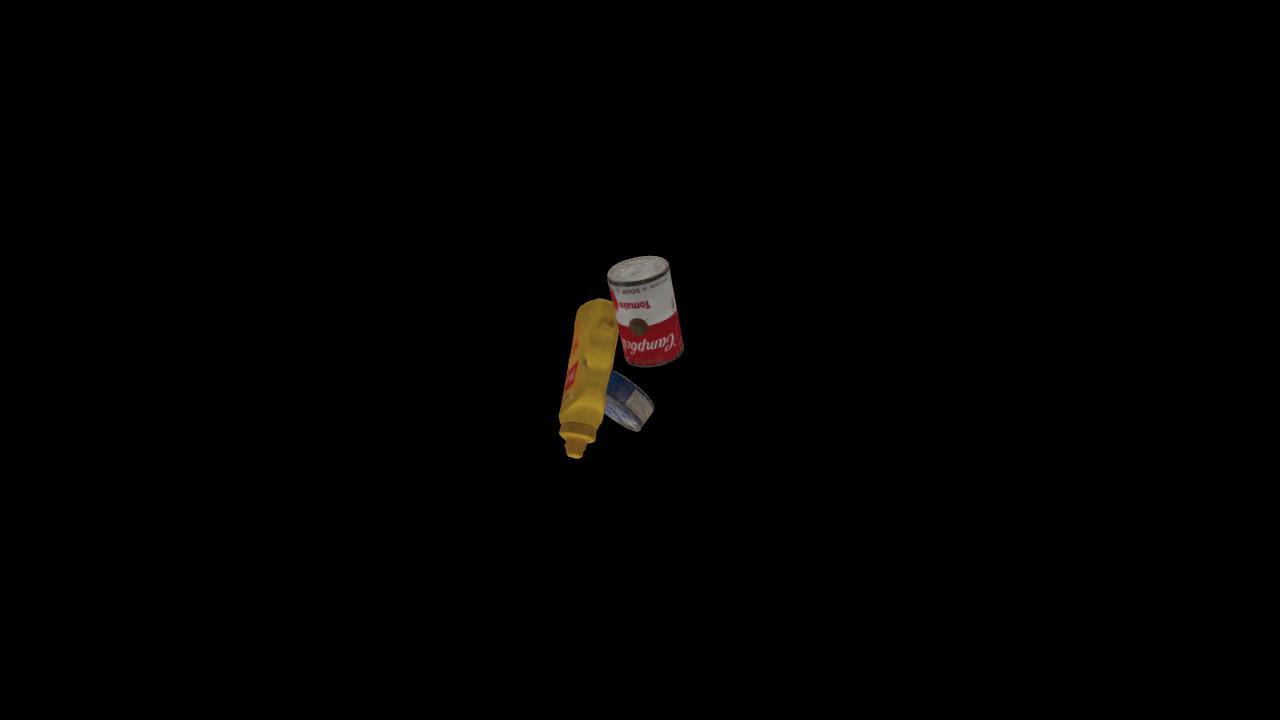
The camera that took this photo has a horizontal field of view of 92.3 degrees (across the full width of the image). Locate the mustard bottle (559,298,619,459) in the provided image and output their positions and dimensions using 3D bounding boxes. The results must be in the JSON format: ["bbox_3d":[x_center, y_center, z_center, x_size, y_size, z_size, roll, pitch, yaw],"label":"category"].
[{"bbox_3d":[-0.062,0.026,0.726,0.054,0.184,0.092,17,-22,-23],"label":"mustard bottle"}]

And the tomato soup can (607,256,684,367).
[{"bbox_3d":[0.007,-0.052,0.655,0.068,0.101,0.068,-9,29,5],"label":"tomato soup can"}]

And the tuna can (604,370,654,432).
[{"bbox_3d":[-0.025,0.047,0.731,0.084,0.034,0.084,33,-18,12],"label":"tuna can"}]
